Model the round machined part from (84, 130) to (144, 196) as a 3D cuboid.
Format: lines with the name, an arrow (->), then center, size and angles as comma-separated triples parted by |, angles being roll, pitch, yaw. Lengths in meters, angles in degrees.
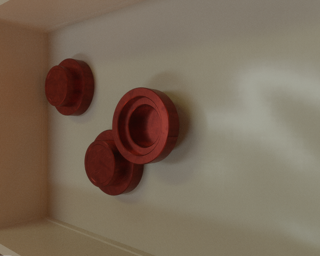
round machined part -> -0.074, 0.051, 0.457 | 0.098, 0.042, 0.097 | 0, 90, 40

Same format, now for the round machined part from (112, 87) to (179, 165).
round machined part -> -0.014, -0.002, 0.407 | 0.098, 0.042, 0.097 | -1, 89, 39

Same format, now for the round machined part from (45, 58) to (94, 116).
round machined part -> -0.160, -0.070, 0.528 | 0.098, 0.042, 0.097 | 0, 90, 40
